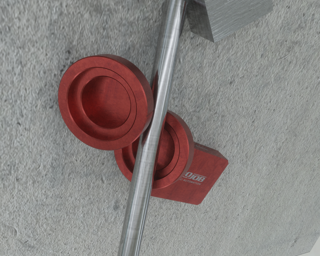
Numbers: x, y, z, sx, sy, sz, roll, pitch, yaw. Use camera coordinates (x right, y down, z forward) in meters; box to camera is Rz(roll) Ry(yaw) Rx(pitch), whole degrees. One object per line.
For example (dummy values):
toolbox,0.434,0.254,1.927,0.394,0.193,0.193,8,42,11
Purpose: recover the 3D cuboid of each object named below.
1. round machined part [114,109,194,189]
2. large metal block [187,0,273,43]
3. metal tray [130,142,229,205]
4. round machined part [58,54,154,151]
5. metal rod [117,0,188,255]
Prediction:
round machined part,-0.004,0.024,0.384,0.098,0.098,0.042,-59,161,13
large metal block,0.070,-0.153,0.336,0.080,0.050,0.080,-31,129,-9
metal tray,0.031,0.063,0.462,0.131,0.030,0.090,21,107,-36
round machined part,-0.053,-0.029,0.328,0.098,0.042,0.097,5,109,16
metal rod,-0.010,0.009,0.349,0.025,0.025,0.298,8,96,-32
